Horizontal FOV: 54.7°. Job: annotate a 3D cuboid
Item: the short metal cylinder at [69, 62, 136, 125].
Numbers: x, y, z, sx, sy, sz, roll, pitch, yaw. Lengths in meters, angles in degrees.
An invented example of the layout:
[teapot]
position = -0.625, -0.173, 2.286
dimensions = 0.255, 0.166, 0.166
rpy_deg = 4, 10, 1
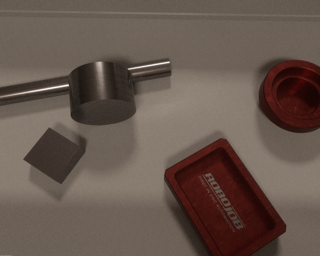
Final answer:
[short metal cylinder]
position = -0.074, -0.041, 0.395
dimensions = 0.081, 0.080, 0.050
rpy_deg = -8, 71, -3

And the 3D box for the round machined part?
[round machined part]
position = 0.182, -0.039, 0.417
dimensions = 0.099, 0.042, 0.098
rpy_deg = 0, 70, -1

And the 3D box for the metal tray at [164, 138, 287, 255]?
[metal tray]
position = 0.075, 0.089, 0.375
dimensions = 0.090, 0.030, 0.130
rpy_deg = -29, 73, -11

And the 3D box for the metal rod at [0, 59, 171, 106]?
[metal rod]
position = -0.134, -0.058, 0.429
dimensions = 0.302, 0.025, 0.025
rpy_deg = -11, 71, -5

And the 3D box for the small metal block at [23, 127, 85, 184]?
[small metal block]
position = -0.134, 0.035, 0.395
dimensions = 0.050, 0.025, 0.050
rpy_deg = 31, 73, 10
